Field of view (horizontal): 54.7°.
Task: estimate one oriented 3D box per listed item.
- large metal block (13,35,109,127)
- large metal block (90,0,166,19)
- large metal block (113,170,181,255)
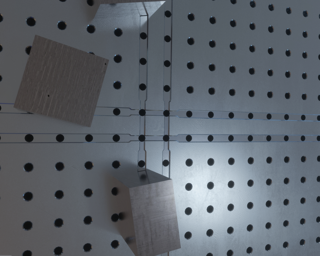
[{"bbox_3d":[-0.113,-0.050,0.358,0.081,0.050,0.080,16,85,-20],"label":"large metal block"},{"bbox_3d":[-0.046,-0.186,0.383,0.081,0.050,0.079,-12,94,-20],"label":"large metal block"},{"bbox_3d":[-0.018,0.100,0.378,0.050,0.080,0.079,-8,93,-20],"label":"large metal block"}]
